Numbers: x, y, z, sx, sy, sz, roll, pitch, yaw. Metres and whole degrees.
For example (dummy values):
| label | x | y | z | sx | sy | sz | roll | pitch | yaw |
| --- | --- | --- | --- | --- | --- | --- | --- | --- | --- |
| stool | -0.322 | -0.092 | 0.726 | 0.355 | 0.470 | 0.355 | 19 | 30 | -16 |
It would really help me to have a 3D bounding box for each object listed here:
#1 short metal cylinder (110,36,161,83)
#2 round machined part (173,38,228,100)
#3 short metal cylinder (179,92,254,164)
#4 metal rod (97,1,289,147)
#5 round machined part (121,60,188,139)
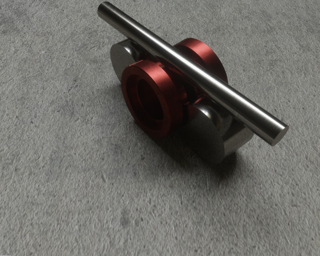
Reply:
| label | x | y | z | sx | sy | sz | roll | pitch | yaw |
| --- | --- | --- | --- | --- | --- | --- | --- | --- | --- |
| short metal cylinder | -0.028 | -0.092 | 0.445 | 0.050 | 0.080 | 0.080 | -32 | 57 | -24 |
| round machined part | 0.040 | -0.066 | 0.413 | 0.042 | 0.098 | 0.098 | -35 | 58 | -20 |
| short metal cylinder | 0.065 | -0.004 | 0.373 | 0.050 | 0.080 | 0.080 | -32 | 57 | -24 |
| metal rod | 0.018 | -0.080 | 0.369 | 0.025 | 0.025 | 0.300 | -33 | 58 | -25 |
| round machined part | -0.003 | -0.039 | 0.389 | 0.042 | 0.097 | 0.098 | -30 | 56 | -28 |
